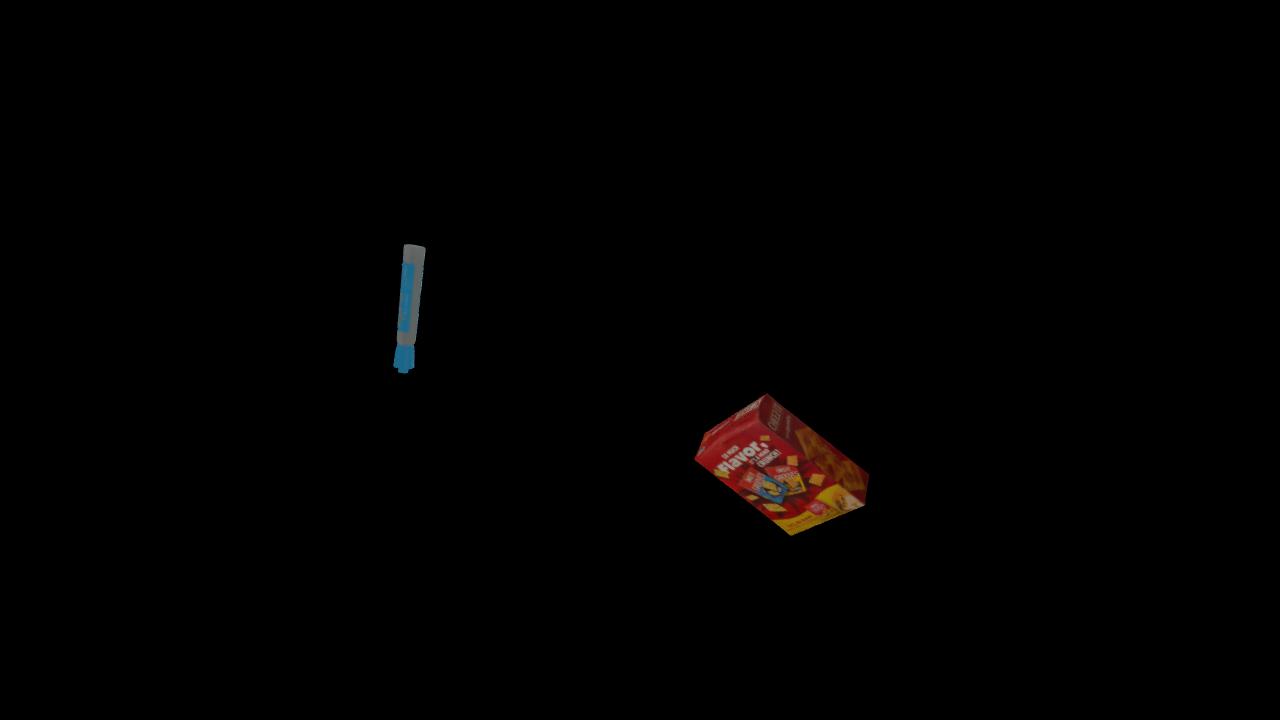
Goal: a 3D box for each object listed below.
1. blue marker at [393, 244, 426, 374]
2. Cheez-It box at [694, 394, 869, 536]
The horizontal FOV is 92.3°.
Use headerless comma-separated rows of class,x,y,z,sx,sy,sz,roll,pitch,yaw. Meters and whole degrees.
blue marker,-0.215,-0.046,0.572,0.020,0.121,0.020,10,14,-3
Cheez-It box,0.223,0.172,0.984,0.223,0.071,0.166,38,-44,-9
